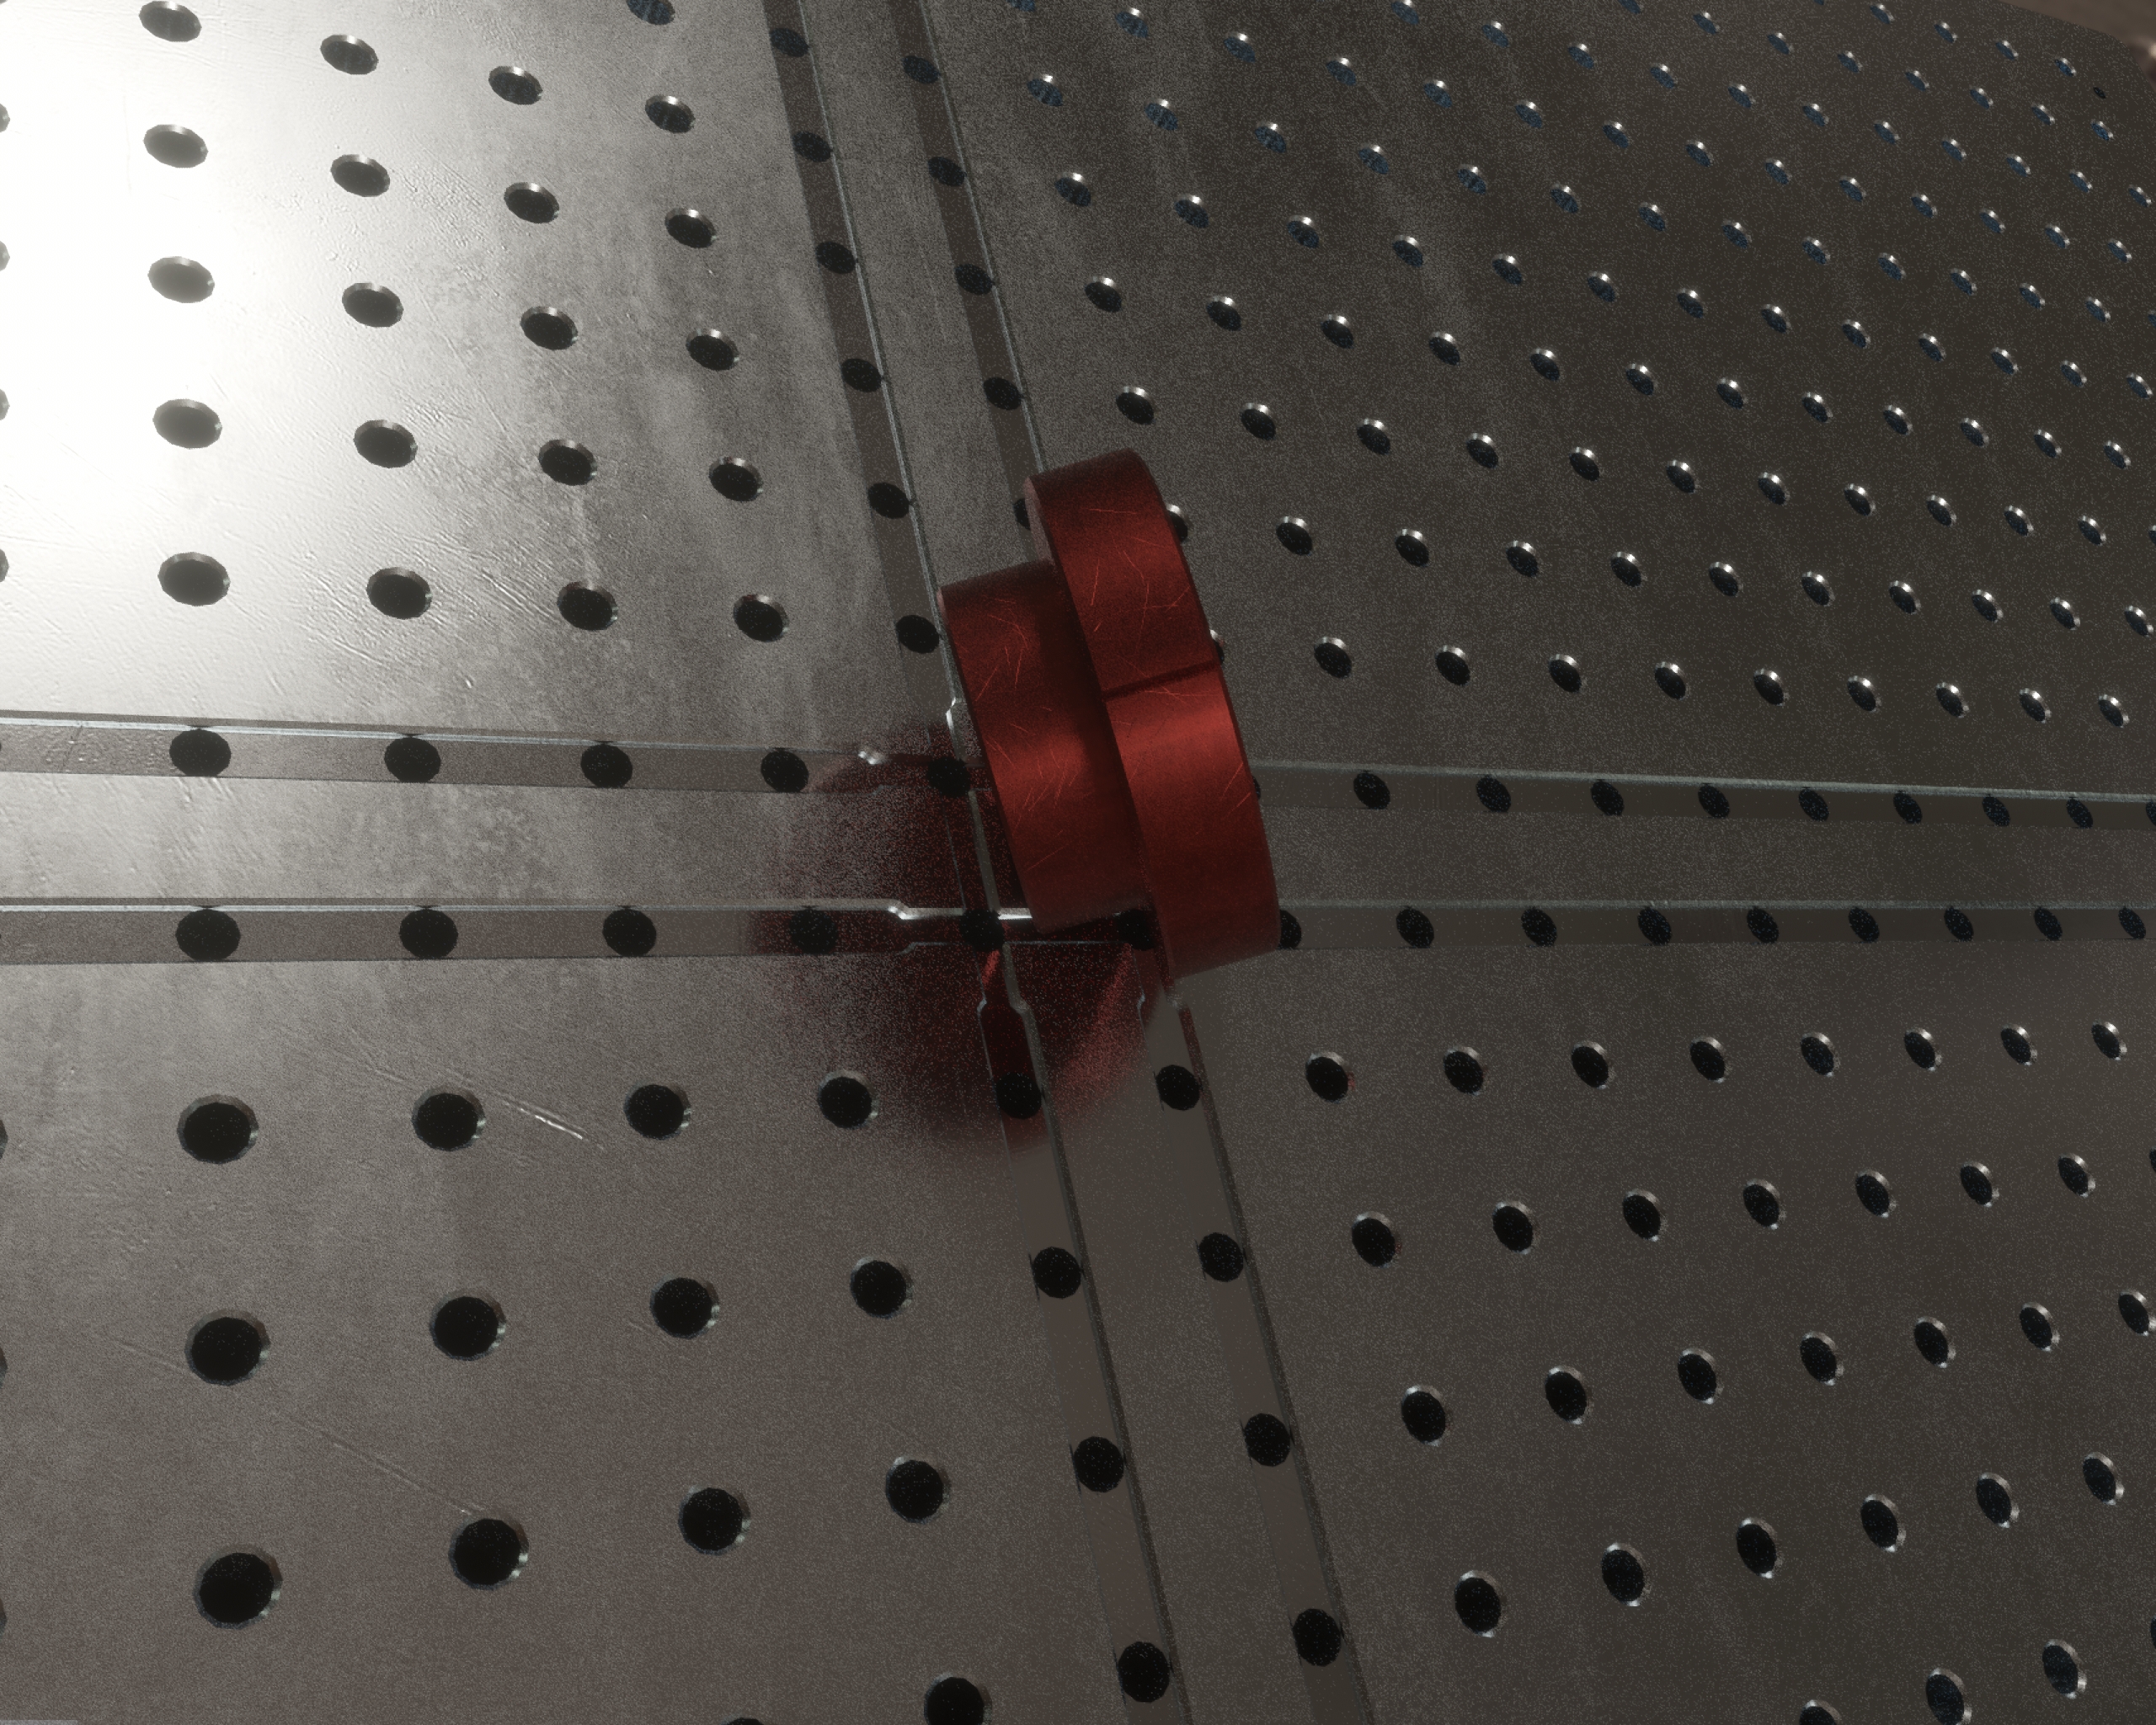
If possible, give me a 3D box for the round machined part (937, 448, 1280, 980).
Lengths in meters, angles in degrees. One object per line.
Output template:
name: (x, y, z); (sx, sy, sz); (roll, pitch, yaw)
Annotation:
round machined part: (0.003, -0.024, 0.391); (0.042, 0.098, 0.098); (-16, 67, -1)
